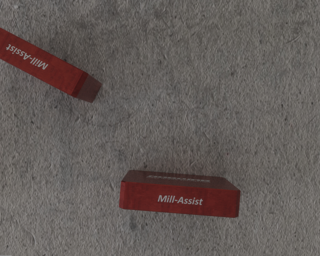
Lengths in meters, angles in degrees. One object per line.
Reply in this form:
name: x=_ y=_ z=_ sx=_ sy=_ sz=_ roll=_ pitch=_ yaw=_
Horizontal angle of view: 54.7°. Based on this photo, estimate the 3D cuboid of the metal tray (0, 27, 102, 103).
metal tray: x=-0.142 y=-0.076 z=0.376 sx=0.130 sy=0.090 sz=0.030 roll=28 pitch=90 yaw=0

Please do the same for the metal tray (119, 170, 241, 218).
metal tray: x=0.022 y=0.077 z=0.377 sx=0.131 sy=0.090 sz=0.030 roll=5 pitch=90 yaw=0
